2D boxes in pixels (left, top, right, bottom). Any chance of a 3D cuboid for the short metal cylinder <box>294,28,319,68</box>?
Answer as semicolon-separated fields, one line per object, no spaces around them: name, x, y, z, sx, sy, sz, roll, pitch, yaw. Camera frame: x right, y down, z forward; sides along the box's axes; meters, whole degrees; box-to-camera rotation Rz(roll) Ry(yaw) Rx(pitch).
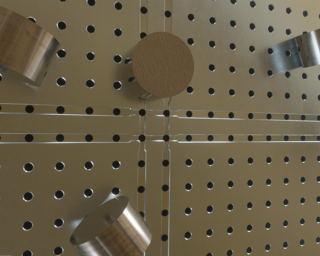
short metal cylinder;0.256;-0.131;0.480;0.081;0.080;0.050;-22;98;-19

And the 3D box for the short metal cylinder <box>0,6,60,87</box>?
short metal cylinder;-0.155;-0.084;0.326;0.080;0.080;0.050;26;82;-19

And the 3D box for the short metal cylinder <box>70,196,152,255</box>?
short metal cylinder;-0.057;0.125;0.364;0.080;0.080;0.050;-37;102;-17

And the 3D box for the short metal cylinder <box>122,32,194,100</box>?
short metal cylinder;-0.004;-0.077;0.399;0.081;0.050;0.079;0;90;-21
